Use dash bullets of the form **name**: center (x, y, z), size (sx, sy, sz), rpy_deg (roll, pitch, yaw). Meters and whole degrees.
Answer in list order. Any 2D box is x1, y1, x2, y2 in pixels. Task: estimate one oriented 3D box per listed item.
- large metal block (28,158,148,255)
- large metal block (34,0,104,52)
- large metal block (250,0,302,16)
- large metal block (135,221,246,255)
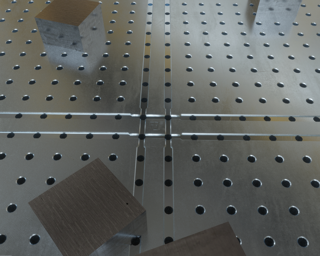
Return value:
- **large metal block**: center (-0.070, 0.091, 0.314), size (0.080, 0.050, 0.080), rpy_deg (-34, 58, -25)
- **large metal block**: center (-0.156, -0.185, 0.545), size (0.080, 0.050, 0.080), rpy_deg (15, 52, 12)
- **large metal block**: center (0.231, -0.268, 0.620), size (0.081, 0.050, 0.080), rpy_deg (1, 50, 0)
- **large metal block**: center (0.027, 0.131, 0.262), size (0.081, 0.080, 0.050), rpy_deg (-15, 52, -13)
